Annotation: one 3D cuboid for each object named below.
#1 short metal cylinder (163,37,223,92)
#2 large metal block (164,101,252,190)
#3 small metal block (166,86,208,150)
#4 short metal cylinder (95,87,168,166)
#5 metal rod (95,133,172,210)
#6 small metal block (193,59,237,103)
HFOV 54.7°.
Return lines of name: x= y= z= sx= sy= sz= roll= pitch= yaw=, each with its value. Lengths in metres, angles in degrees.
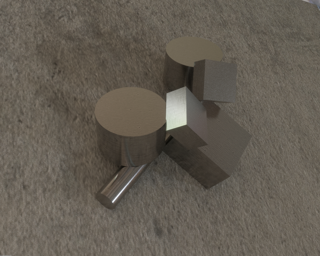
short metal cylinder: x=0.047 y=-0.091 z=0.453 sx=0.081 sy=0.050 sz=0.080 roll=3 pitch=45 yaw=-3
large metal block: x=0.063 y=0.020 z=0.411 sx=0.080 sy=0.050 sz=0.080 roll=41 pitch=51 yaw=0
small metal block: x=0.031 y=-0.010 z=0.350 sx=0.050 sy=0.025 sz=0.050 roll=40 pitch=42 yaw=-45
short metal cylinder: x=-0.032 y=-0.003 z=0.357 sx=0.081 sy=0.050 sz=0.080 roll=3 pitch=45 yaw=-3
metal rod: x=0.019 y=-0.010 z=0.423 sx=0.025 sy=0.025 sz=0.301 roll=42 pitch=51 yaw=0
small metal block: x=0.071 y=-0.059 z=0.401 sx=0.050 sy=0.025 sz=0.050 roll=2 pitch=91 yaw=-28
